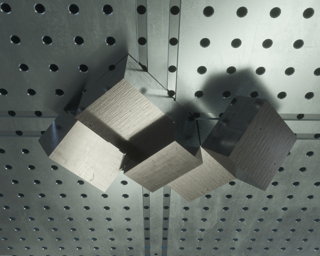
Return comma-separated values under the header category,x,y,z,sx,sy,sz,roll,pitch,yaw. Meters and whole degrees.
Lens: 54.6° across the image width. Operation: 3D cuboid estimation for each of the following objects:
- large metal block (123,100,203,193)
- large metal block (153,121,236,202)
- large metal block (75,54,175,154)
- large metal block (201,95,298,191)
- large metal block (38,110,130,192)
category,x,y,z,sx,sy,sz,roll,pitch,yaw
large metal block,0.003,0.022,0.393,0.080,0.080,0.050,-35,123,25
large metal block,0.047,0.049,0.437,0.080,0.050,0.080,-34,121,25
large metal block,-0.040,-0.026,0.373,0.080,0.050,0.080,-33,123,26
large metal block,0.111,0.018,0.383,0.080,0.050,0.080,41,79,-30
large metal block,-0.097,0.027,0.388,0.080,0.080,0.050,41,80,-29
